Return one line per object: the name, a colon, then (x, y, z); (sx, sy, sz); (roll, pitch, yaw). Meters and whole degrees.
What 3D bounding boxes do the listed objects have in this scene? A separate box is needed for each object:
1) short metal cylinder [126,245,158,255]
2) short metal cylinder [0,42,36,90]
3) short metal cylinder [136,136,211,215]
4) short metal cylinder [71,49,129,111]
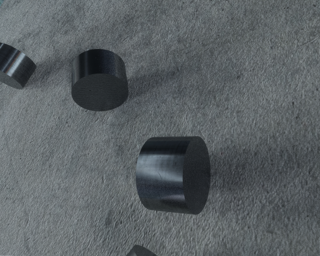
short metal cylinder: (-0.009, 0.153, 0.279); (0.080, 0.080, 0.050); (34, 81, 38)
short metal cylinder: (-0.287, -0.117, 0.592); (0.080, 0.080, 0.050); (12, 68, 33)
short metal cylinder: (0.017, 0.049, 0.330); (0.050, 0.080, 0.080); (-2, 61, 27)
short metal cylinder: (-0.089, -0.069, 0.458); (0.080, 0.080, 0.050); (-22, 54, 15)
